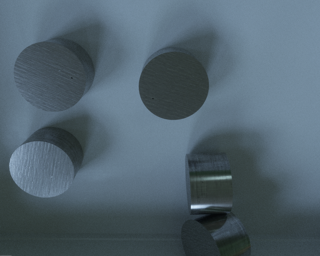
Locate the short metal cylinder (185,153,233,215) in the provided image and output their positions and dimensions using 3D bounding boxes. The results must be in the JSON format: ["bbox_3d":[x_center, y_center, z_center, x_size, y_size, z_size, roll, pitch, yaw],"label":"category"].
[{"bbox_3d":[0.062,0.073,0.410,0.050,0.080,0.079,-3,110,1],"label":"short metal cylinder"}]

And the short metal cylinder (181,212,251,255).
[{"bbox_3d":[0.073,0.153,0.413,0.050,0.080,0.079,-12,114,-32],"label":"short metal cylinder"}]

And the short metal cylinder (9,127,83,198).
[{"bbox_3d":[-0.148,0.045,0.412,0.081,0.050,0.079,0,110,-1],"label":"short metal cylinder"}]

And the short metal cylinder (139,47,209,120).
[{"bbox_3d":[0.016,-0.055,0.378,0.081,0.050,0.079,0,110,-1],"label":"short metal cylinder"}]

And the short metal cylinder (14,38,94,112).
[{"bbox_3d":[-0.124,-0.065,0.372,0.081,0.050,0.079,0,110,-1],"label":"short metal cylinder"}]
